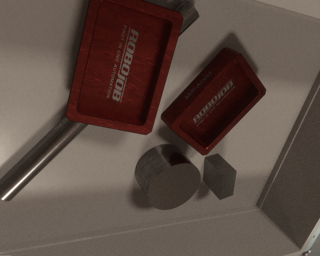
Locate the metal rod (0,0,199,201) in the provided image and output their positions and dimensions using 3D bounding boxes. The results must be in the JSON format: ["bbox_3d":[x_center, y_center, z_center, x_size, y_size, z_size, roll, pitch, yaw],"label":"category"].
[{"bbox_3d":[-0.073,-0.029,0.351,0.300,0.025,0.025,-44,130,2],"label":"metal rod"}]

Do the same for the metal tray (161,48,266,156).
[{"bbox_3d":[0.076,-0.033,0.428,0.130,0.030,0.090,-47,130,4],"label":"metal tray"}]

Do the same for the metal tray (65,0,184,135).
[{"bbox_3d":[-0.038,-0.064,0.318,0.091,0.030,0.129,12,104,-18],"label":"metal tray"}]

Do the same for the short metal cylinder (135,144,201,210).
[{"bbox_3d":[0.011,0.070,0.443,0.081,0.050,0.079,-14,125,-21],"label":"short metal cylinder"}]

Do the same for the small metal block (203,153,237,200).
[{"bbox_3d":[0.094,0.077,0.494,0.025,0.050,0.050,-15,125,-21],"label":"small metal block"}]
